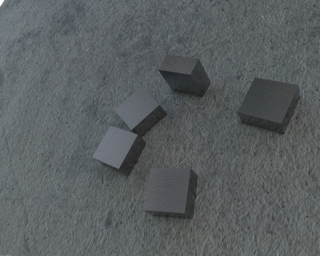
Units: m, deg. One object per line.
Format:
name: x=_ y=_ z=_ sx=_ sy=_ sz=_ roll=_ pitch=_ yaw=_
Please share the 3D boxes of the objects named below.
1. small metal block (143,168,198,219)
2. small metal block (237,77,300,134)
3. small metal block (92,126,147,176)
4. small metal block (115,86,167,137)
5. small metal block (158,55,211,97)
small metal block: x=0.013 y=0.073 z=0.352 sx=0.050 sy=0.025 sz=0.050 roll=-3 pitch=60 yaw=26
small metal block: x=0.125 y=-0.026 z=0.354 sx=0.050 sy=0.025 sz=0.050 roll=19 pitch=71 yaw=35
small metal block: x=-0.054 y=0.030 z=0.414 sx=0.050 sy=0.025 sz=0.050 roll=17 pitch=70 yaw=34
small metal block: x=-0.027 y=-0.022 z=0.432 sx=0.050 sy=0.025 sz=0.050 roll=-42 pitch=51 yaw=-1
small metal block: x=0.033 y=-0.069 z=0.413 sx=0.050 sy=0.050 sz=0.025 roll=16 pitch=71 yaw=34
